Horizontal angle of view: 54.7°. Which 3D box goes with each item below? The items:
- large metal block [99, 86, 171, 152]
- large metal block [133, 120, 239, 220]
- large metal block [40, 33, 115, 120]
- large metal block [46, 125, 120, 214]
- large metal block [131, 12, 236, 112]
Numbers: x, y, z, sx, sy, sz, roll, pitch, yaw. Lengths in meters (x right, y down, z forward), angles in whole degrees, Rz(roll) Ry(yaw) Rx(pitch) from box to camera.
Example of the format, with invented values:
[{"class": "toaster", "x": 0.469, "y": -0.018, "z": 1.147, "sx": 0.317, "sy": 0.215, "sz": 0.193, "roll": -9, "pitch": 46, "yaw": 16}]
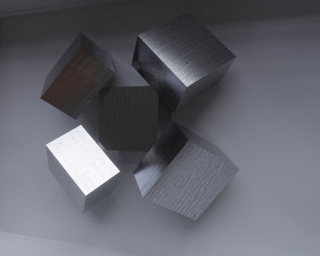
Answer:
[{"class": "large metal block", "x": -0.032, "y": -0.012, "z": 0.406, "sx": 0.080, "sy": 0.050, "sz": 0.080, "roll": 1, "pitch": 90, "yaw": 20}, {"class": "large metal block", "x": 0.029, "y": 0.050, "z": 0.362, "sx": 0.080, "sy": 0.050, "sz": 0.080, "roll": 30, "pitch": 103, "yaw": -29}, {"class": "large metal block", "x": -0.108, "y": -0.071, "z": 0.409, "sx": 0.050, "sy": 0.080, "sz": 0.080, "roll": 35, "pitch": 105, "yaw": -28}, {"class": "large metal block", "x": -0.103, "y": 0.056, "z": 0.410, "sx": 0.080, "sy": 0.050, "sz": 0.080, "roll": 48, "pitch": 149, "yaw": 13}, {"class": "large metal block", "x": 0.026, "y": -0.079, "z": 0.364, "sx": 0.080, "sy": 0.050, "sz": 0.080, "roll": -34, "pitch": 74, "yaw": -28}]
